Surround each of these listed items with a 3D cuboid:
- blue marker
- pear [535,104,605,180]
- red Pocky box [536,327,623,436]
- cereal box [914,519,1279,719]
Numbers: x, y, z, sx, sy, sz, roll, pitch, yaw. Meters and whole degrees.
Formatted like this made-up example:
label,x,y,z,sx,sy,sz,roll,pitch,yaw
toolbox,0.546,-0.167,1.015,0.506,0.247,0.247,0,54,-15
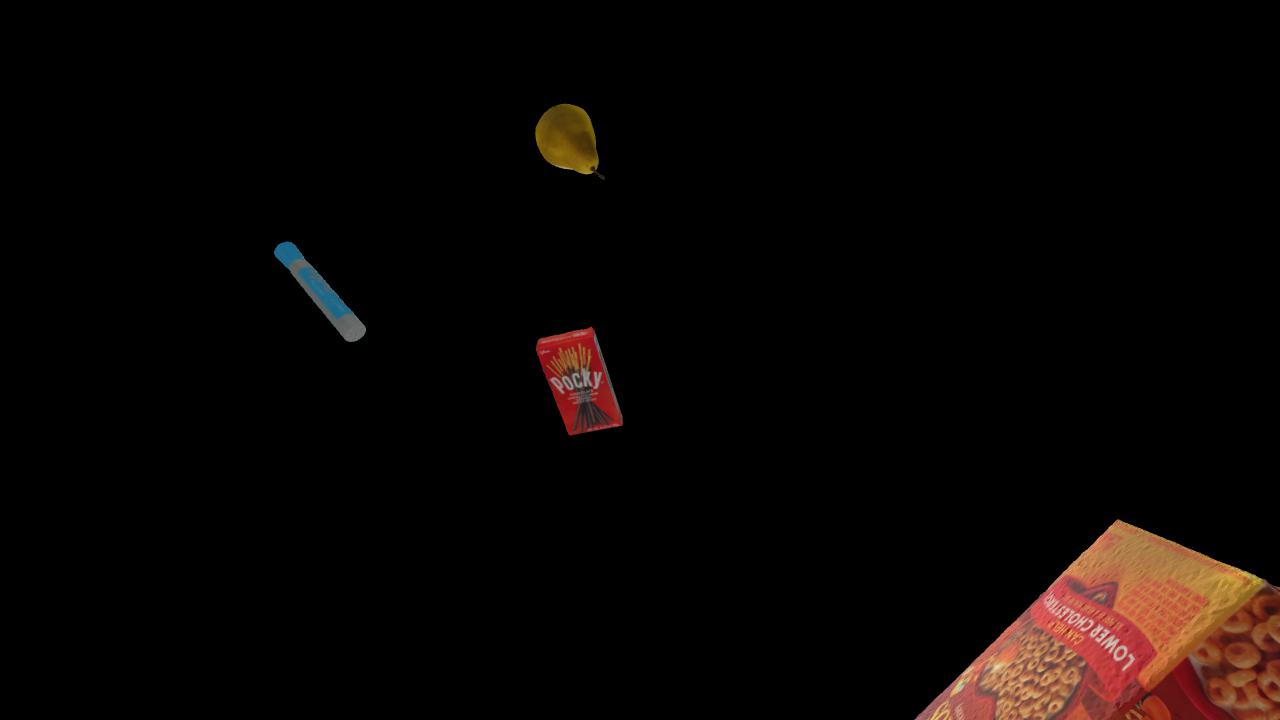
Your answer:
label,x,y,z,sx,sy,sz,roll,pitch,yaw
blue marker,-0.274,-0.061,0.522,0.121,0.020,0.020,44,17,19
pear,-0.080,-0.257,0.745,0.080,0.080,0.111,0,43,-40
red Pocky box,-0.083,0.034,0.858,0.083,0.155,0.028,-12,30,9
cereal box,0.281,0.256,0.416,0.081,0.306,0.203,42,10,19
